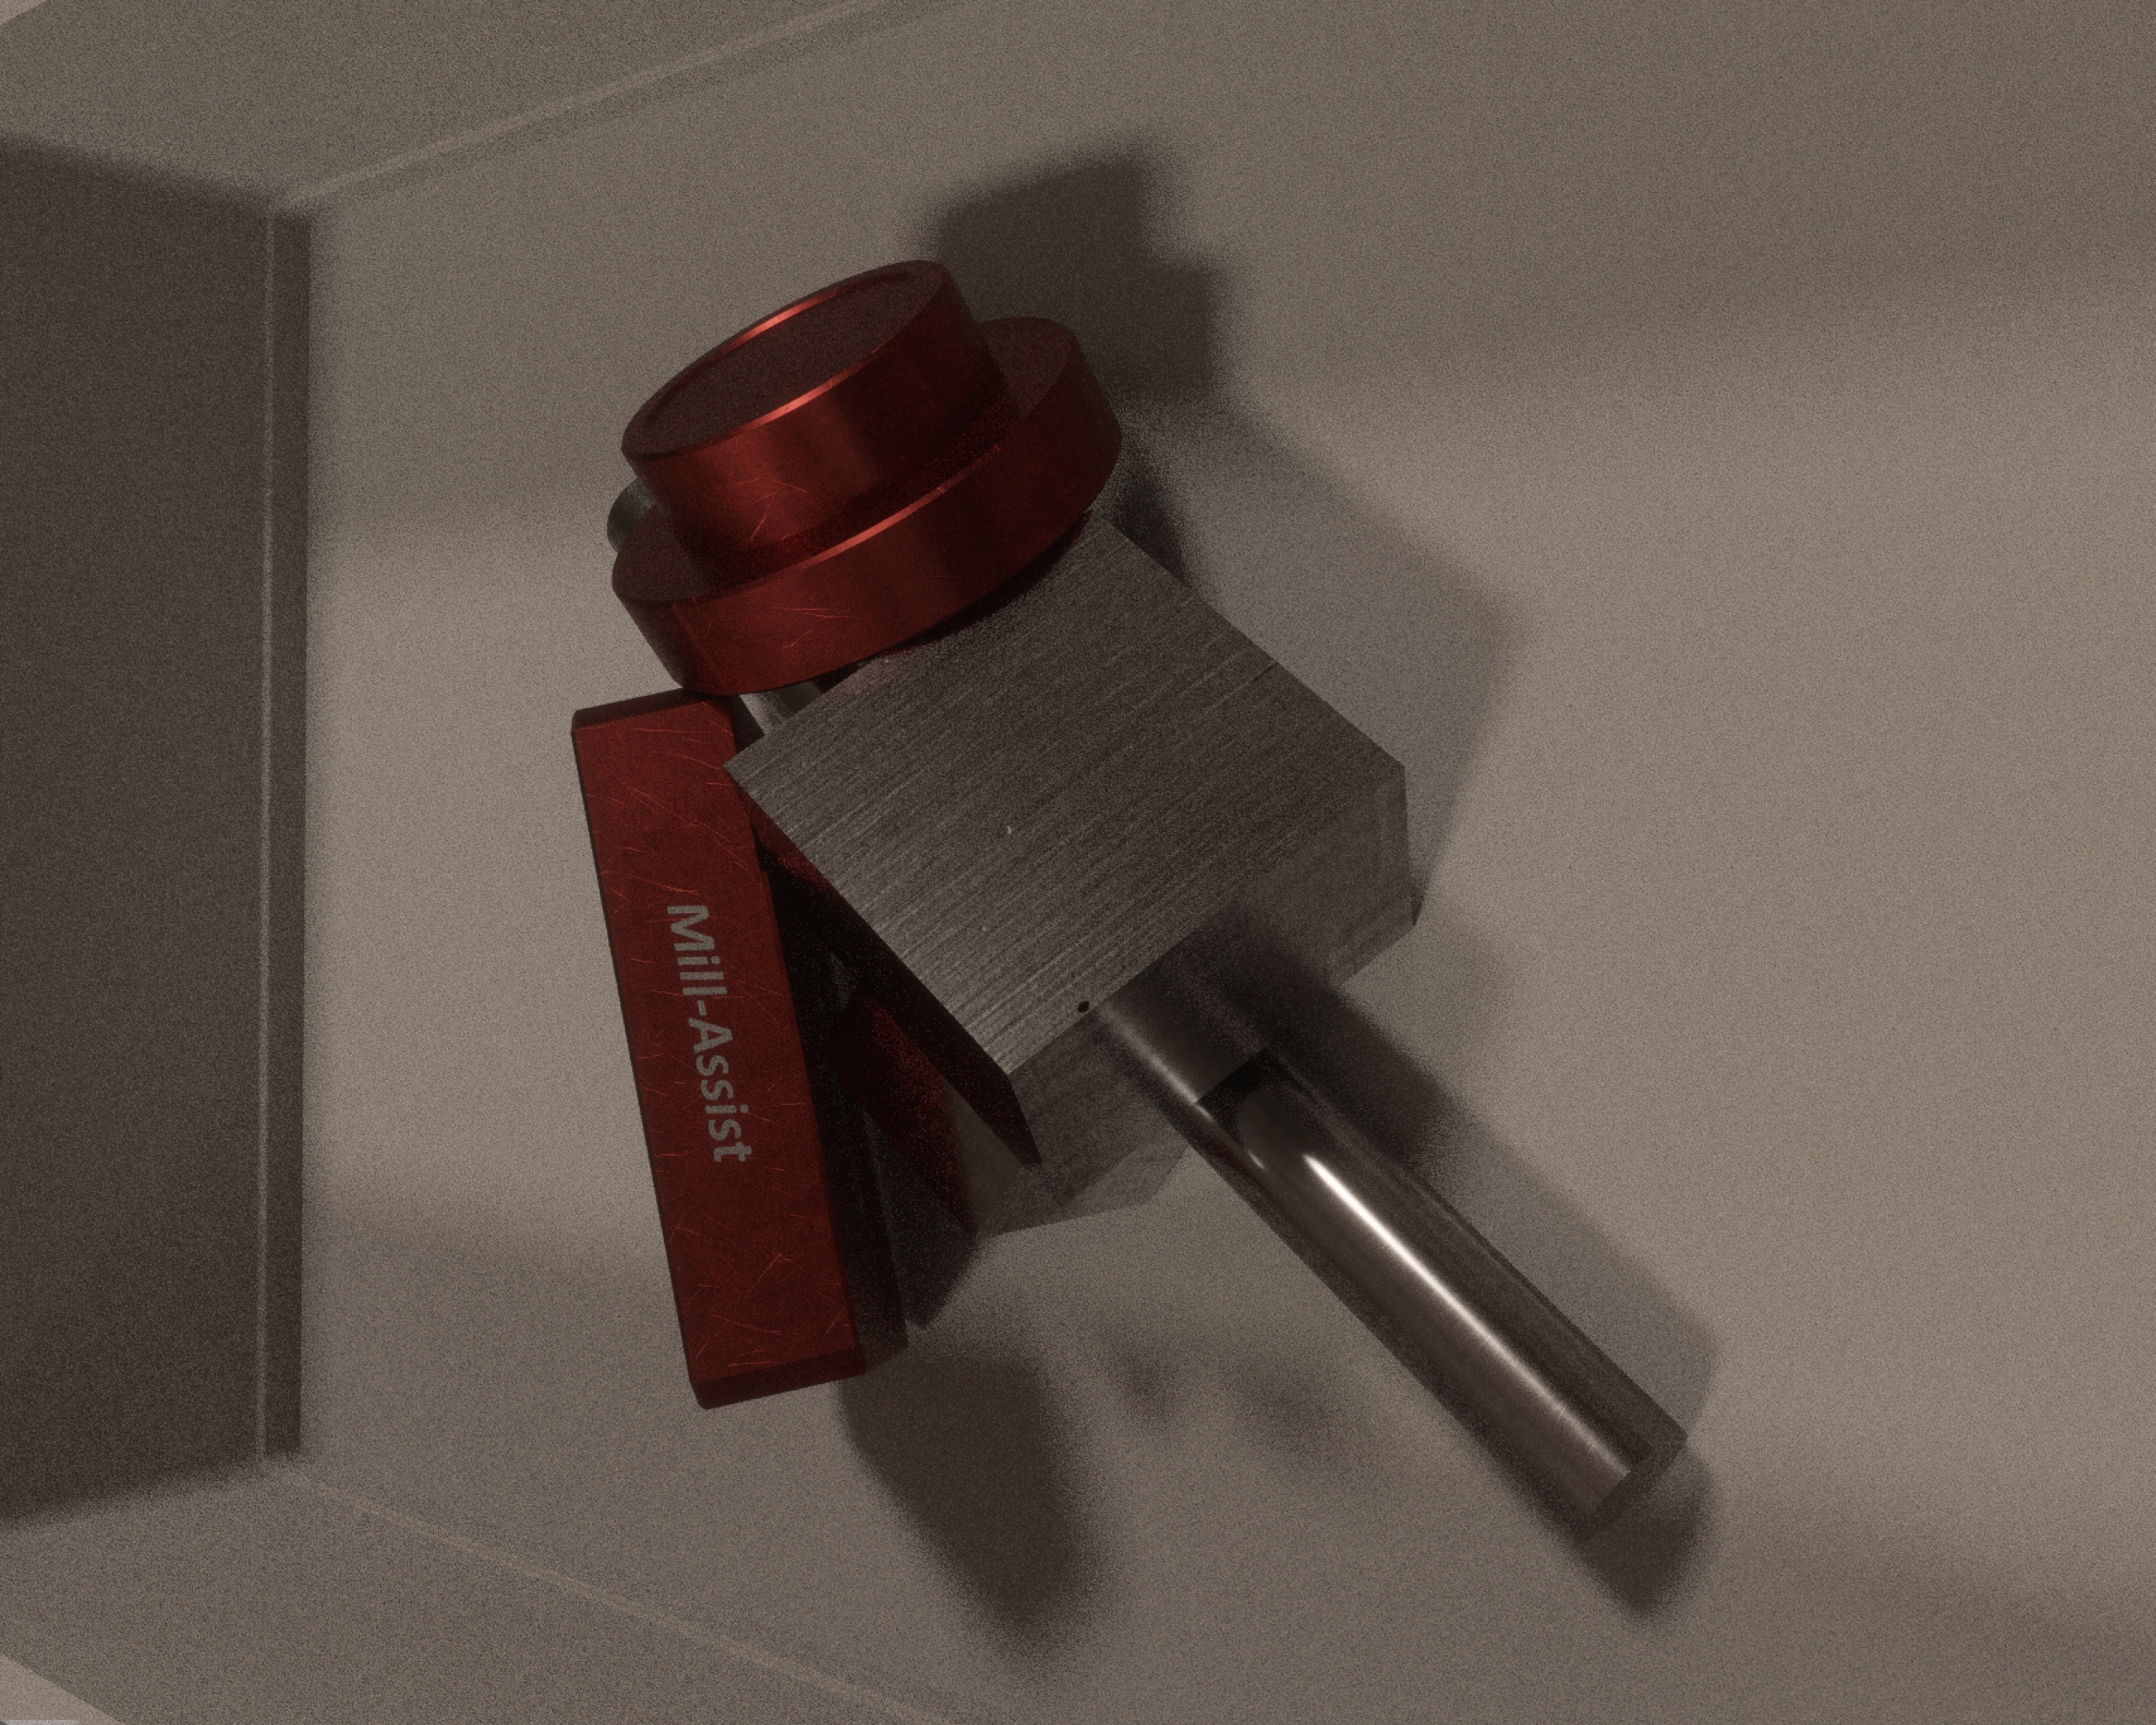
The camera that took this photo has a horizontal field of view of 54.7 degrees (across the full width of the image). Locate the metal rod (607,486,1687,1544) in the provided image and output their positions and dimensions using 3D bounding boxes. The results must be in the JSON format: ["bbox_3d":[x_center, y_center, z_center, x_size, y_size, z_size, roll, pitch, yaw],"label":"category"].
[{"bbox_3d":[-0.005,0.009,0.407,0.300,0.025,0.025,44,116,30],"label":"metal rod"}]

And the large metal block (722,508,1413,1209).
[{"bbox_3d":[0.000,-0.002,0.361,0.080,0.050,0.080,-37,58,-14],"label":"large metal block"}]

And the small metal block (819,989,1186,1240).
[{"bbox_3d":[-0.012,0.042,0.396,0.050,0.050,0.025,45,117,30],"label":"small metal block"}]

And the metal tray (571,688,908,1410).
[{"bbox_3d":[-0.065,0.038,0.416,0.030,0.090,0.129,-12,80,-2],"label":"metal tray"}]

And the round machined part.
[{"bbox_3d":[-0.045,-0.077,0.390,0.098,0.098,0.042,-2,129,39],"label":"round machined part"}]
